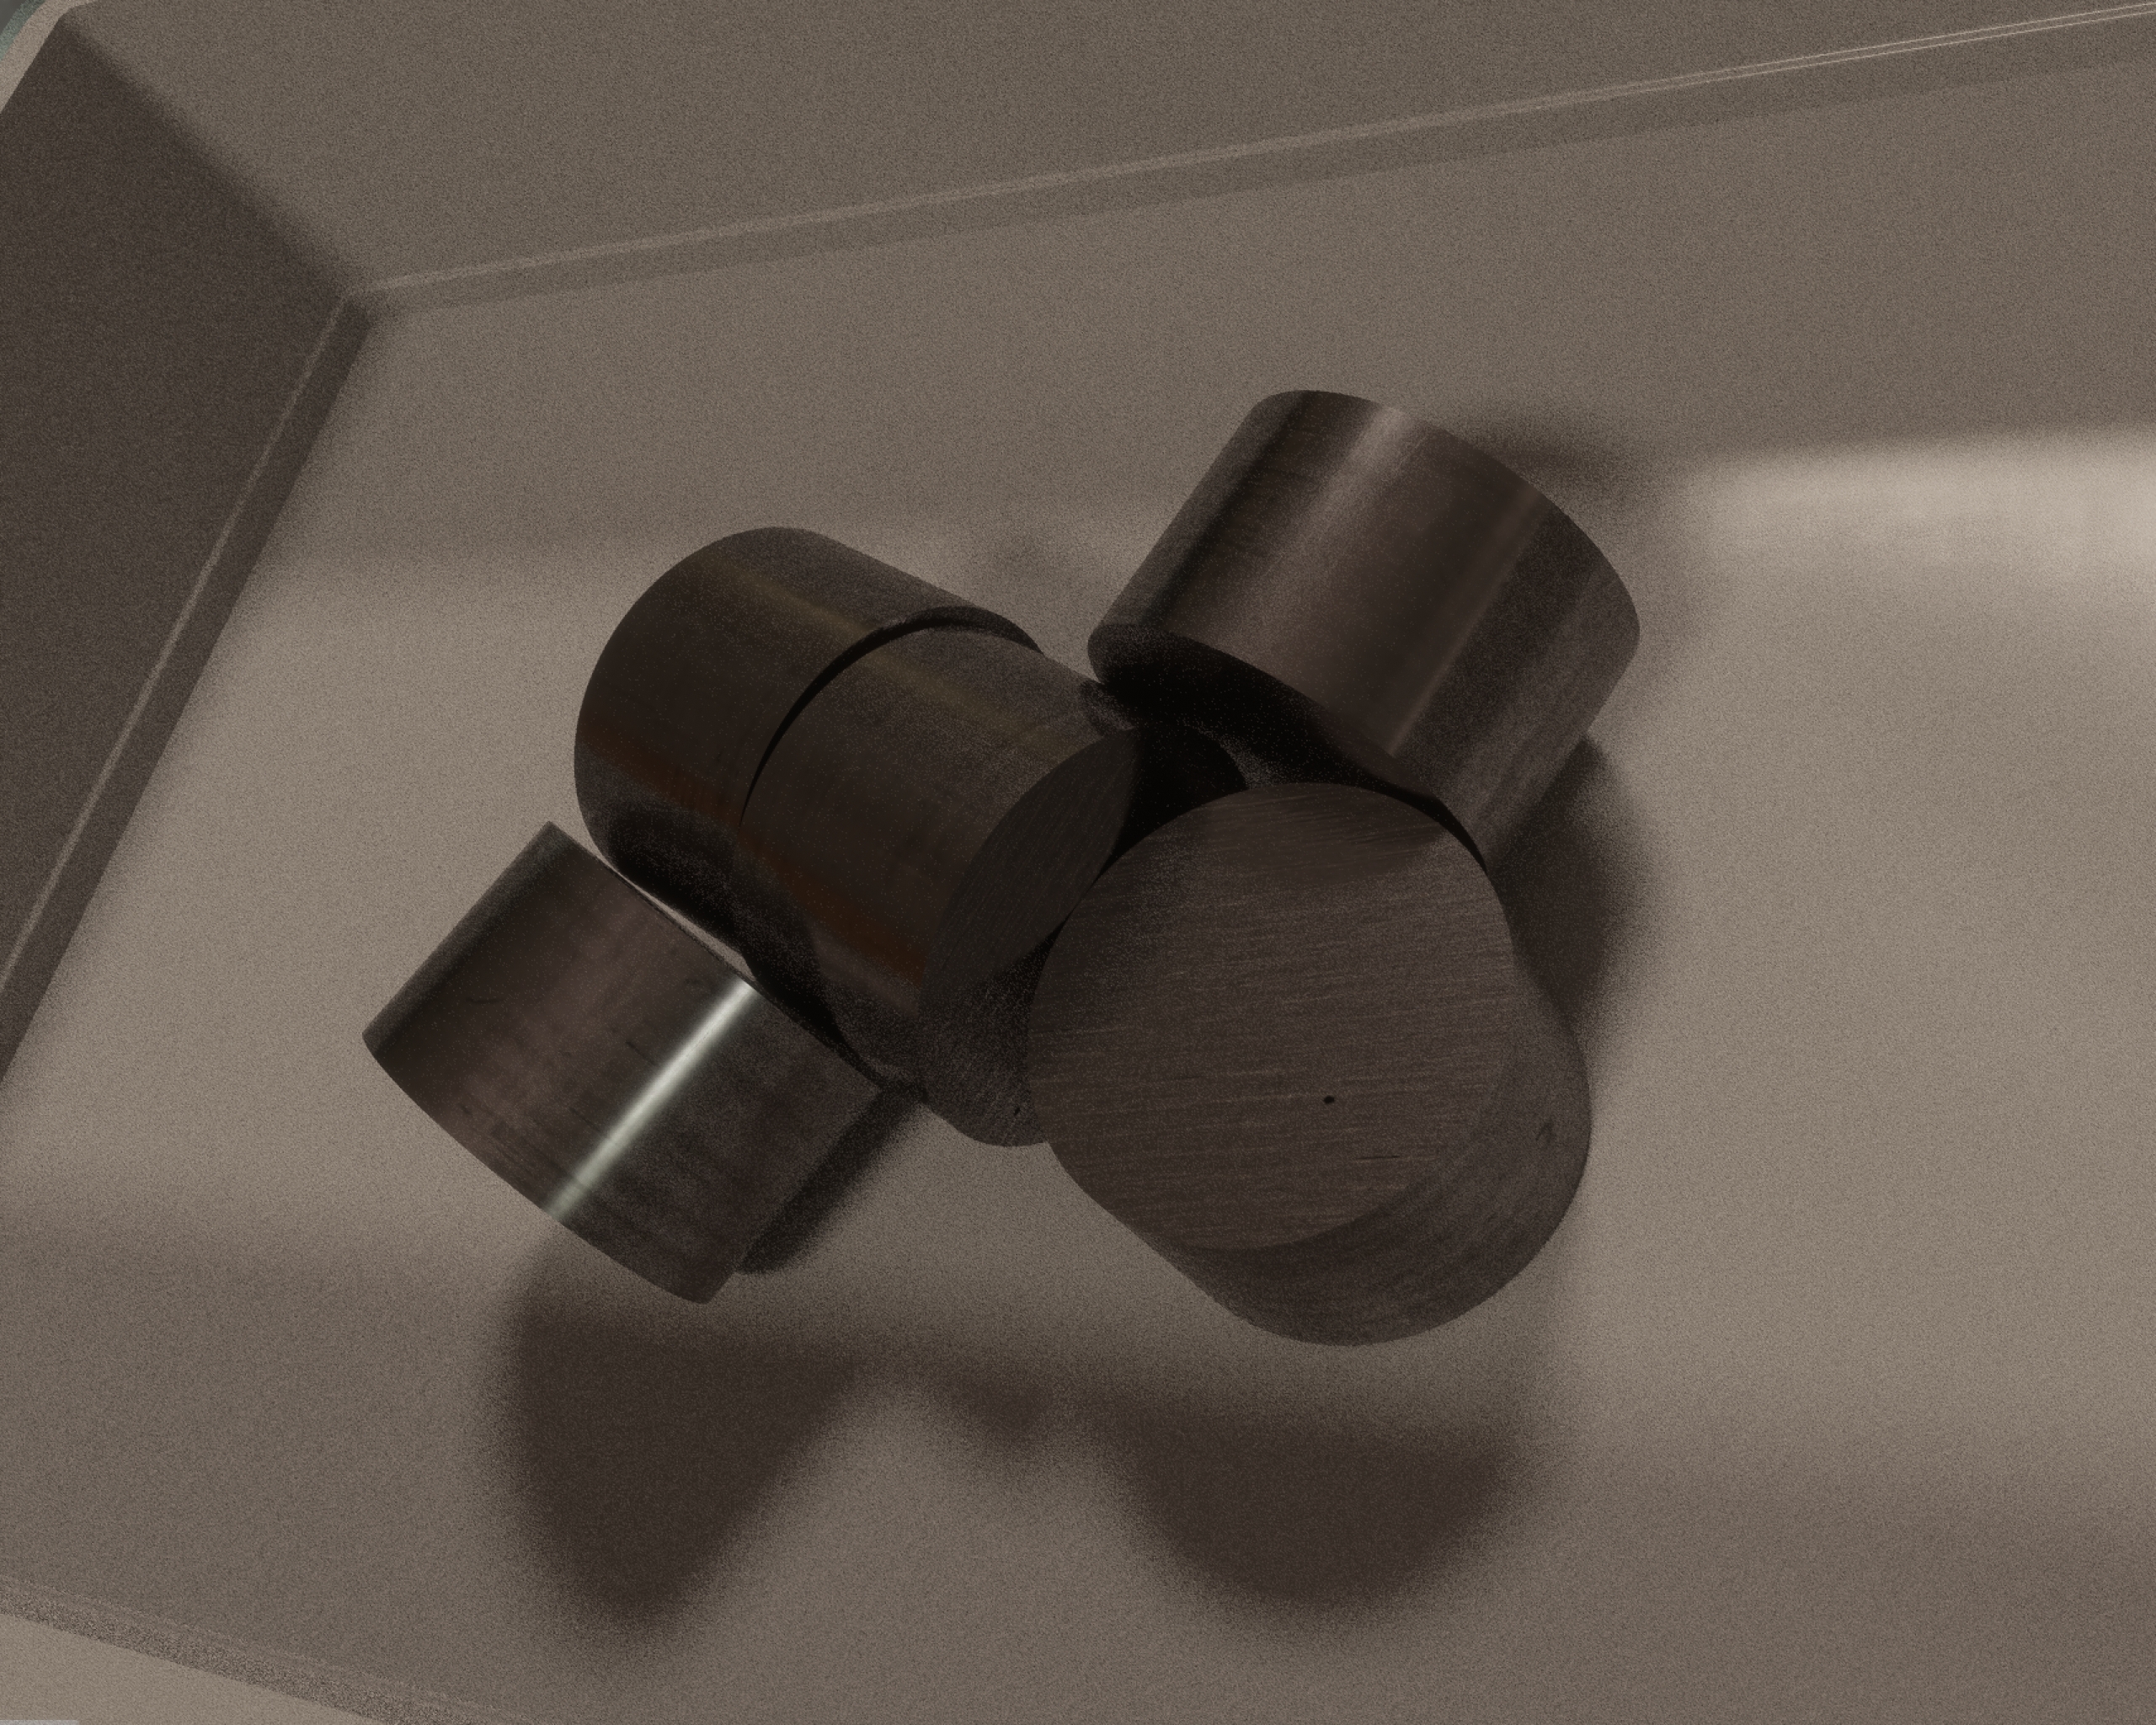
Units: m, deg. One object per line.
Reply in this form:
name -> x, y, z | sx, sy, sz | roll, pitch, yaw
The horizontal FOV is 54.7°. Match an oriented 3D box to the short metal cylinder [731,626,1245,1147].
short metal cylinder -> -0.014, 0.004, 0.373 | 0.050, 0.080, 0.080 | 30, 78, 37

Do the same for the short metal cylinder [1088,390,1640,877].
short metal cylinder -> 0.049, -0.036, 0.364 | 0.080, 0.080, 0.050 | 26, 76, 36

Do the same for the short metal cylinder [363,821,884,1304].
short metal cylinder -> -0.083, 0.037, 0.388 | 0.080, 0.080, 0.050 | 33, 80, 38

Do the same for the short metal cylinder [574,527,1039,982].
short metal cylinder -> -0.049, -0.019, 0.404 | 0.050, 0.080, 0.080 | 29, 77, 37

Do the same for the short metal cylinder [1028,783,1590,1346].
short metal cylinder -> 0.039, 0.034, 0.345 | 0.080, 0.050, 0.080 | -13, 56, 20
